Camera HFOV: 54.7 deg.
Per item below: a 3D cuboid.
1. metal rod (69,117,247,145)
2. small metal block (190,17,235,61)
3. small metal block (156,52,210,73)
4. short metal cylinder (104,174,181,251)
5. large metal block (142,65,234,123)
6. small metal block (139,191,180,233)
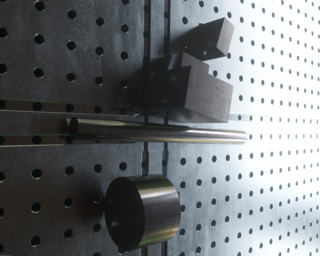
[{"bbox_3d":[0.022,0.008,0.430,0.302,0.025,0.025,4,88,-40],"label":"metal rod"},{"bbox_3d":[0.078,-0.130,0.460,0.025,0.050,0.050,28,72,-37],"label":"small metal block"},{"bbox_3d":[0.030,-0.078,0.420,0.050,0.050,0.025,15,81,-39],"label":"small metal block"},{"bbox_3d":[-0.022,0.095,0.357,0.050,0.080,0.079,2,89,-40],"label":"short metal cylinder"},{"bbox_3d":[0.036,-0.039,0.405,0.081,0.080,0.050,16,80,-39],"label":"large metal block"},{"bbox_3d":[-0.001,0.110,0.411,0.050,0.025,0.050,2,89,-40],"label":"small metal block"}]
